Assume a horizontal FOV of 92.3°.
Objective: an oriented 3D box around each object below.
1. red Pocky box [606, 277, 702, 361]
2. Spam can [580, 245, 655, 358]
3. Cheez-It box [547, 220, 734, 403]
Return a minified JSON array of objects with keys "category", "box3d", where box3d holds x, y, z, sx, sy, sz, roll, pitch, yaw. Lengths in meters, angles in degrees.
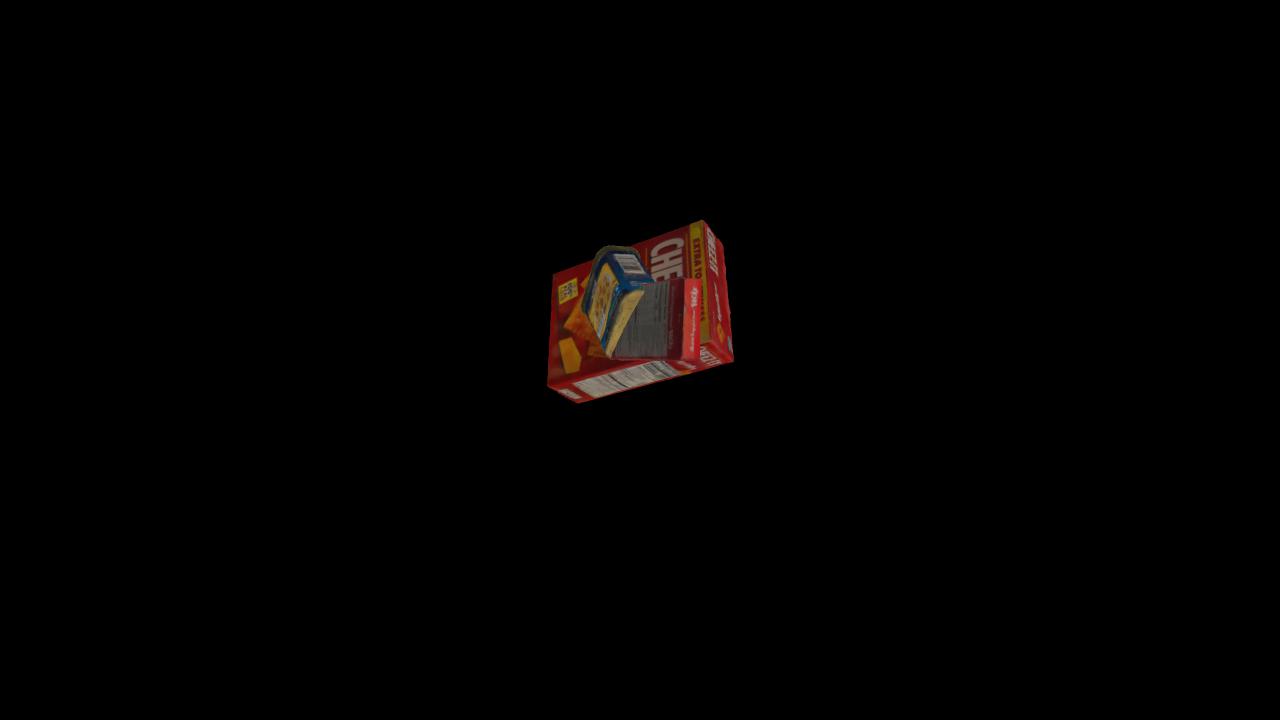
[{"category":"red Pocky box","box3d":[0.008,-0.040,0.659,0.028,0.083,0.155,4,-2,-34]},{"category":"Spam can","box3d":[-0.021,-0.064,0.700,0.058,0.101,0.085,-2,43,-27]},{"category":"Cheez-It box","box3d":[-0.004,-0.054,0.745,0.223,0.166,0.071,-15,-29,27]}]
